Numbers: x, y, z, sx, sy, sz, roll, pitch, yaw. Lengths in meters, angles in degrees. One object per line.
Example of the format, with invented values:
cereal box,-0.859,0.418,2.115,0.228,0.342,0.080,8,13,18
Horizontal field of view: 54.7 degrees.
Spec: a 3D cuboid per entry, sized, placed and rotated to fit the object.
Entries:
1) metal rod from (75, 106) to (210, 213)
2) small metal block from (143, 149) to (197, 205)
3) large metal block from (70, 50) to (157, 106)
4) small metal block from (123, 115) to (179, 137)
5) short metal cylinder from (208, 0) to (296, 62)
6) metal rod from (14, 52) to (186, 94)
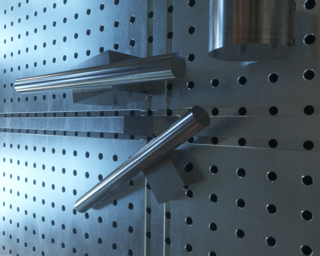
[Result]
metal rod,-0.044,0.059,0.420,0.299,0.025,0.025,-39,66,41
small metal block,0.011,0.063,0.400,0.050,0.025,0.050,-43,64,31
large metal block,-0.064,-0.064,0.426,0.080,0.081,0.050,-12,83,39
small metal block,-0.011,-0.003,0.403,0.050,0.050,0.025,4,92,40
short metal cylinder,0.088,-0.097,0.301,0.080,0.081,0.050,2,91,40
metal rod,-0.098,-0.062,0.386,0.300,0.025,0.025,2,91,40
